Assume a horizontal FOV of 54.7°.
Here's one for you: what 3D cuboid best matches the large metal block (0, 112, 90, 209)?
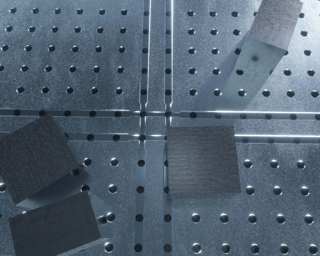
[{"bbox_3d":[-0.147,0.041,0.382,0.080,0.050,0.080,-32,73,-11],"label":"large metal block"}]

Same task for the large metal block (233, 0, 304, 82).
[{"bbox_3d":[0.148,-0.125,0.430,0.050,0.080,0.080,22,72,7],"label":"large metal block"}]

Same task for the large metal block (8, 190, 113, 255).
[{"bbox_3d":[-0.104,0.112,0.341,0.081,0.080,0.050,-20,72,-7],"label":"large metal block"}]

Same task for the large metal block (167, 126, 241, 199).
[{"bbox_3d":[0.050,0.044,0.383,0.081,0.050,0.080,-1,70,-1],"label":"large metal block"}]
